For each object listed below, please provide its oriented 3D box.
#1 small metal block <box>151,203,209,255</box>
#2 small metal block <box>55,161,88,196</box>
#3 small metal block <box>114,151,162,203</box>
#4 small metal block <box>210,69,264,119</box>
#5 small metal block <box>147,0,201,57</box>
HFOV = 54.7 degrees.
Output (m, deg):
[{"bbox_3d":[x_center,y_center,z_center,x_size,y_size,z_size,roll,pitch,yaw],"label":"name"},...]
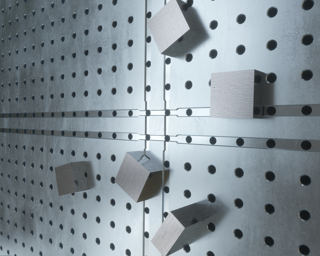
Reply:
[{"bbox_3d":[0.024,0.122,0.372,0.025,0.050,0.050,43,116,31],"label":"small metal block"},{"bbox_3d":[-0.153,0.087,0.532,0.050,0.025,0.050,-19,78,38],"label":"small metal block"},{"bbox_3d":[-0.031,0.067,0.433,0.050,0.025,0.050,36,112,33],"label":"small metal block"},{"bbox_3d":[0.084,-0.036,0.339,0.050,0.025,0.050,2,92,39],"label":"small metal block"},{"bbox_3d":[0.017,-0.127,0.394,0.050,0.025,0.050,-34,70,34],"label":"small metal block"}]
